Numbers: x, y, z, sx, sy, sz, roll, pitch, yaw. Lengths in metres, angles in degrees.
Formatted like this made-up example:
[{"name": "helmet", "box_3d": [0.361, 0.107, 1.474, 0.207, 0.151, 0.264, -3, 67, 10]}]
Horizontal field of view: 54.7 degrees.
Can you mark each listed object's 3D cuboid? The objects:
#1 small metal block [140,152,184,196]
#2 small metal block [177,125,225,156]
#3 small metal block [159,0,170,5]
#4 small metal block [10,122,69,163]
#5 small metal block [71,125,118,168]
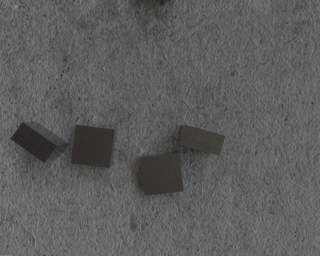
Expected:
[{"name": "small metal block", "box_3d": [0.003, 0.059, 0.410, 0.050, 0.025, 0.050, -7, 90, 0]}, {"name": "small metal block", "box_3d": [0.051, 0.014, 0.398, 0.050, 0.050, 0.025, 16, 90, 0]}, {"name": "small metal block", "box_3d": [-0.002, -0.194, 0.397, 0.025, 0.050, 0.050, -41, 90, 0]}, {"name": "small metal block", "box_3d": [-0.152, 0.017, 0.396, 0.050, 0.050, 0.025, 36, 90, 0]}, {"name": "small metal block", "box_3d": [-0.086, 0.024, 0.409, 0.050, 0.025, 0.050, 7, 90, 0]}]
